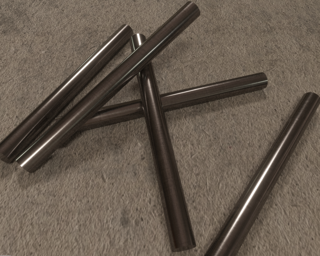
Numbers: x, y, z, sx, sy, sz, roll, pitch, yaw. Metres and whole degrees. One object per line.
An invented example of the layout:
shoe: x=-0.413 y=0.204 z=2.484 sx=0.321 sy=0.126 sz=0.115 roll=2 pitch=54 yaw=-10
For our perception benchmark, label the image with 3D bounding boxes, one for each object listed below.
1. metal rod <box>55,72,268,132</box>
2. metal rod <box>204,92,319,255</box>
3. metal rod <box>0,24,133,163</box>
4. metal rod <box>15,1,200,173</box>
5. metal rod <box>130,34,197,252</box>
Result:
metal rod: x=0.011 y=-0.037 z=0.434 sx=0.302 sy=0.025 sz=0.025 roll=-14 pitch=52 yaw=-12
metal rod: x=0.126 y=0.052 z=0.360 sx=0.025 sy=0.025 sz=0.301 roll=29 pitch=56 yaw=22
metal rod: x=-0.124 y=-0.069 z=0.459 sx=0.025 sy=0.025 sz=0.301 roll=21 pitch=53 yaw=16
metal rod: x=-0.057 y=-0.060 z=0.396 sx=0.025 sy=0.025 sz=0.301 roll=39 pitch=77 yaw=27
metal rod: x=-0.005 y=-0.006 z=0.382 sx=0.025 sy=0.025 sz=0.299 roll=-8 pitch=58 yaw=-7
